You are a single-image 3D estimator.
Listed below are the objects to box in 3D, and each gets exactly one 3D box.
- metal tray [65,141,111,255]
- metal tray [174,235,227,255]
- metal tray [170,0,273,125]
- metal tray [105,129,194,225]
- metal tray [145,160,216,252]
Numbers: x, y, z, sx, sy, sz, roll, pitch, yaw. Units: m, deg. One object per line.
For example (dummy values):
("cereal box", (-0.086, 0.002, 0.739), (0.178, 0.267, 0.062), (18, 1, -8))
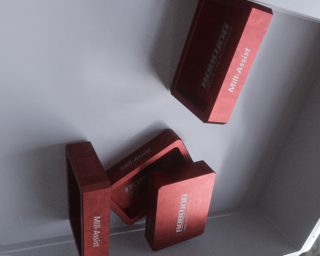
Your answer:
("metal tray", (-0.089, 0.093, 0.376), (0.030, 0.090, 0.129), (-8, 122, -25))
("metal tray", (0.063, 0.271, 0.612), (0.091, 0.030, 0.129), (21, 107, -36))
("metal tray", (0.062, -0.080, 0.352), (0.030, 0.090, 0.129), (4, 117, -31))
("metal tray", (-0.015, 0.072, 0.442), (0.130, 0.030, 0.090), (-35, 129, -6))
("metal tray", (0.027, 0.115, 0.454), (0.091, 0.030, 0.129), (-11, 124, -24))
